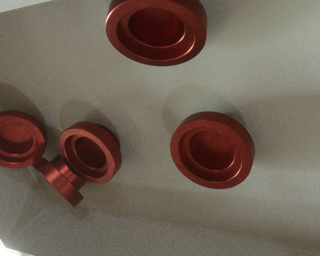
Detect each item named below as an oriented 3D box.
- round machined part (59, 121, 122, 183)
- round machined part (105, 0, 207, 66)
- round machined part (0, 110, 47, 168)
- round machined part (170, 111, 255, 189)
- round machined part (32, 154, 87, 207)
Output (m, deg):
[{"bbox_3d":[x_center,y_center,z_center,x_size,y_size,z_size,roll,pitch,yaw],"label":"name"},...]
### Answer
[{"bbox_3d":[-0.100,0.032,0.468,0.098,0.042,0.097,13,124,20],"label":"round machined part"},{"bbox_3d":[-0.002,-0.108,0.311,0.099,0.042,0.098,5,156,3],"label":"round machined part"},{"bbox_3d":[-0.237,0.015,0.510,0.099,0.042,0.097,-5,118,-9],"label":"round machined part"},{"bbox_3d":[0.065,0.023,0.377,0.098,0.042,0.097,13,124,20],"label":"round machined part"},{"bbox_3d":[-0.160,0.082,0.513,0.098,0.042,0.098,37,157,19],"label":"round machined part"}]
